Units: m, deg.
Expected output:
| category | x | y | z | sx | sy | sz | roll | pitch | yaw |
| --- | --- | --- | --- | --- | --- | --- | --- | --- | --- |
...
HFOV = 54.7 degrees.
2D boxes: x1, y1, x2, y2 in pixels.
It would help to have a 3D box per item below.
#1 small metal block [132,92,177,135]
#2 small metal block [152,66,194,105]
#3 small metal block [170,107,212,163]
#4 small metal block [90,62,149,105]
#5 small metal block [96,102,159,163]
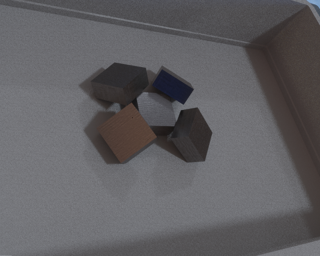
| category | x | y | z | sx | sy | sz | roll | pitch | yaw |
| --- | --- | --- | --- | --- | --- | --- | --- | --- | --- |
| small metal block | -0.010 | -0.019 | 0.408 | 0.050 | 0.025 | 0.050 | 2 | 61 | -28 |
| small metal block | 0.017 | -0.061 | 0.434 | 0.050 | 0.025 | 0.050 | 31 | 15 | -9 |
| small metal block | 0.043 | 0.010 | 0.406 | 0.050 | 0.025 | 0.050 | 55 | 42 | -35 |
| small metal block | -0.050 | -0.057 | 0.395 | 0.050 | 0.025 | 0.050 | 15 | 45 | 27 |
| small metal block | -0.037 | 0.007 | 0.364 | 0.050 | 0.025 | 0.050 | -36 | 81 | -1 |
